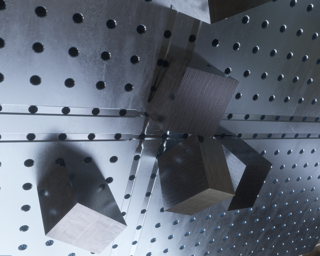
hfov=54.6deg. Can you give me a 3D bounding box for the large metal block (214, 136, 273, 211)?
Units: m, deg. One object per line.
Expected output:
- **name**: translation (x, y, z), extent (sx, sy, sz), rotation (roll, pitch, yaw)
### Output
- **large metal block**: translation (0.112, 0.067, 0.478), extent (0.050, 0.080, 0.079), rotation (1, 118, -29)

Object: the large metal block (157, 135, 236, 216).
- **large metal block**: translation (0.046, 0.064, 0.420), extent (0.050, 0.080, 0.080), rotation (21, 136, -36)

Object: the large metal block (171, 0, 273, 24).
- **large metal block**: translation (0.061, -0.151, 0.315), extent (0.080, 0.080, 0.050), rotation (-25, 127, -13)

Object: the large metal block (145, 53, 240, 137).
- **large metal block**: translation (0.039, -0.039, 0.392), extent (0.081, 0.050, 0.080), rotation (8, 114, -32)

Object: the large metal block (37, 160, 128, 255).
- **large metal block**: translation (-0.097, 0.097, 0.382), extent (0.050, 0.080, 0.080), rotation (-46, 129, 4)
